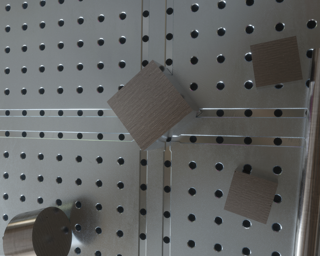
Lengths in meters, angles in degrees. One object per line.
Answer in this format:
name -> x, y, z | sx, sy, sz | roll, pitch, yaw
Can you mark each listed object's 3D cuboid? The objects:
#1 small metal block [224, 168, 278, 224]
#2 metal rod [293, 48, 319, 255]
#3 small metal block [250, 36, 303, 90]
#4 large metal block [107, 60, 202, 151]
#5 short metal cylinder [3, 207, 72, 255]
small metal block -> 0.110, 0.080, 0.374 | 0.050, 0.025, 0.050 | 16, 95, 19
metal rod -> 0.173, 0.061, 0.351 | 0.025, 0.025, 0.298 | 5, 92, 19
small metal block -> 0.136, -0.075, 0.365 | 0.050, 0.025, 0.050 | -8, 87, 19
large metal block -> -0.006, -0.027, 0.401 | 0.080, 0.050, 0.080 | -40, 78, 15
short metal cylinder -> -0.172, 0.157, 0.442 | 0.050, 0.080, 0.080 | -16, 85, 19
